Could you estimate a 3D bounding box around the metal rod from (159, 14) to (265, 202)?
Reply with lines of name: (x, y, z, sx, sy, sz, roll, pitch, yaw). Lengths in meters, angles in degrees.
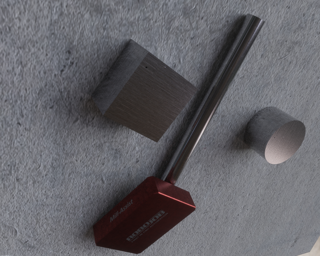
metal rod: (0.057, -0.011, 0.432, 0.025, 0.025, 0.298, 14, 111, -35)

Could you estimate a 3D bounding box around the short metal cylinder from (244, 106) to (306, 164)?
short metal cylinder: (0.185, 0.011, 0.502, 0.081, 0.050, 0.079, -14, 125, -21)

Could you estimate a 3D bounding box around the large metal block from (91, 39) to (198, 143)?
large metal block: (-0.018, -0.041, 0.357, 0.080, 0.050, 0.080, 29, 102, -38)

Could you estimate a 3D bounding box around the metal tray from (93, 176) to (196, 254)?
metal tray: (-0.023, 0.133, 0.457, 0.130, 0.030, 0.090, -44, 131, 18)
